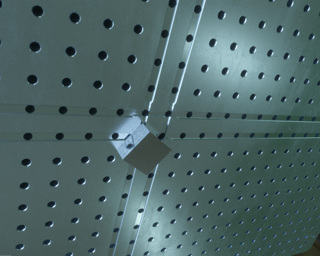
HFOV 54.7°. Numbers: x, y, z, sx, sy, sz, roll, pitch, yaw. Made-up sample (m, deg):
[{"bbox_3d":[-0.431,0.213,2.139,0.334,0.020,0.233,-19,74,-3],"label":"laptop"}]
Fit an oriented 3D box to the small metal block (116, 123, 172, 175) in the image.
[{"bbox_3d":[-0.021,0.029,0.420,0.050,0.025,0.050,-46,130,4],"label":"small metal block"}]
